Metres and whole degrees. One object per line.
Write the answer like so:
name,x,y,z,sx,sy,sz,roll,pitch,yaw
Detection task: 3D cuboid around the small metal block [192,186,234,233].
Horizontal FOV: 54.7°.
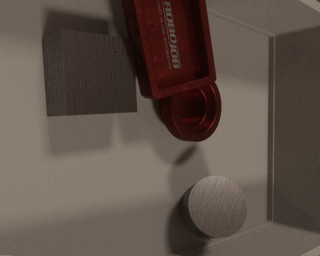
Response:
small metal block,0.083,0.125,0.480,0.050,0.025,0.050,45,63,-31

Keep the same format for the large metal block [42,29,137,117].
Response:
large metal block,-0.074,-0.054,0.330,0.081,0.050,0.079,-5,94,-40

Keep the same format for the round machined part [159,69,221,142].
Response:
round machined part,0.038,-0.030,0.429,0.099,0.042,0.097,0,90,-40

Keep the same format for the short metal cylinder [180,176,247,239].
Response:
short metal cylinder,0.072,0.111,0.429,0.081,0.050,0.080,3,68,-9

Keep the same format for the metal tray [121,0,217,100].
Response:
metal tray,0.012,-0.106,0.353,0.091,0.030,0.129,-19,107,-25
